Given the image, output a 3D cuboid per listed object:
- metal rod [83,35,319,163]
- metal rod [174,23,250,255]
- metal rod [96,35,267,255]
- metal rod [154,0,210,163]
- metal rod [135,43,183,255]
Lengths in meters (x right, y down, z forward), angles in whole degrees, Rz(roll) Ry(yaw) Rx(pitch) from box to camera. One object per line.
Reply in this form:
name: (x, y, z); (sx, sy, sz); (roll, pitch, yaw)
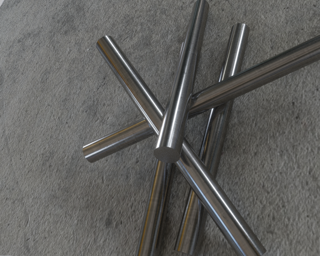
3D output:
metal rod: (0.042, -0.027, 0.365); (0.300, 0.025, 0.025); (-25, 53, 13)
metal rod: (0.069, -0.005, 0.370); (0.025, 0.025, 0.300); (4, 63, 30)
metal rod: (0.008, 0.005, 0.340); (0.025, 0.025, 0.299); (-36, 68, 4)
metal rod: (0.036, -0.083, 0.388); (0.025, 0.025, 0.300); (-8, 43, 24)
metal rod: (0.014, 0.012, 0.389); (0.025, 0.025, 0.300); (-2, 61, 27)
